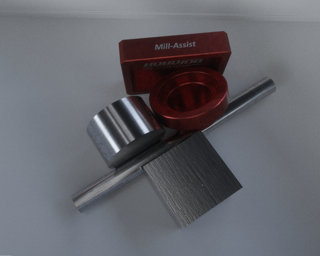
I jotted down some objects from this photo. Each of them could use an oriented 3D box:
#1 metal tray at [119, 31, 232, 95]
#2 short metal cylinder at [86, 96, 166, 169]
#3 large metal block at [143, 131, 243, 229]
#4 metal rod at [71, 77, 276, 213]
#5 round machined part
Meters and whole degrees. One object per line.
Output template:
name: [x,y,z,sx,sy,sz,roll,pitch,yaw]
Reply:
metal tray: [0.017,-0.081,0.402,0.131,0.090,0.030,-6,71,-3]
short metal cylinder: [-0.041,0.006,0.376,0.080,0.080,0.050,-32,74,-11]
large metal block: [0.036,0.063,0.371,0.080,0.050,0.080,-31,73,-11]
metal rod: [0.026,0.016,0.403,0.301,0.025,0.025,-31,73,-11]
round machined part: [0.039,-0.032,0.396,0.098,0.042,0.098,-10,44,10]
